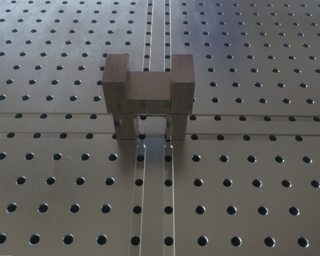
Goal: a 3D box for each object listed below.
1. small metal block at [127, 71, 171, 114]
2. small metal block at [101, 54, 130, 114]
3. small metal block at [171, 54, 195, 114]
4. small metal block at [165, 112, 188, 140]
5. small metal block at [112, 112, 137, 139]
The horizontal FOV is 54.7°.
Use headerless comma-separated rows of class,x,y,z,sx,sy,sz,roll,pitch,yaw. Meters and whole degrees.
small metal block,-0.013,-0.044,0.380,0.050,0.025,0.050,1,50,0
small metal block,-0.050,-0.052,0.369,0.025,0.050,0.050,0,50,0
small metal block,0.026,-0.052,0.369,0.025,0.050,0.050,0,50,0
small metal block,0.020,-0.020,0.408,0.025,0.050,0.050,-1,50,-1
small metal block,-0.045,-0.020,0.407,0.025,0.050,0.050,1,50,0
